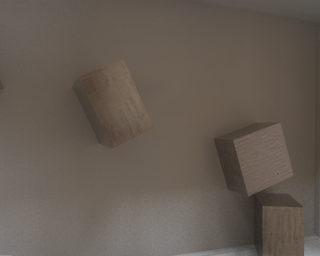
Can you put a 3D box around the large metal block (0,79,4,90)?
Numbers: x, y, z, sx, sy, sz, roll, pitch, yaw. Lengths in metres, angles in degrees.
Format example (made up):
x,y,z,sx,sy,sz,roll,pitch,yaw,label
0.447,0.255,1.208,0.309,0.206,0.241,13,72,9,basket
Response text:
x,y,z,sx,sy,sz,roll,pitch,yaw,label
-0.201,-0.074,0.307,0.050,0.080,0.080,-21,97,-19,large metal block

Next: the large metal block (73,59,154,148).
x,y,z,sx,sy,sz,roll,pitch,yaw,label
-0.058,-0.026,0.360,0.050,0.080,0.080,-27,99,-18,large metal block

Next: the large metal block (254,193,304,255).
x,y,z,sx,sy,sz,roll,pitch,yaw,label
0.164,0.140,0.434,0.050,0.080,0.080,0,90,9,large metal block

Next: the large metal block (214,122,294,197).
x,y,z,sx,sy,sz,roll,pitch,yaw,label
0.135,0.042,0.447,0.081,0.050,0.080,-18,96,-19,large metal block
